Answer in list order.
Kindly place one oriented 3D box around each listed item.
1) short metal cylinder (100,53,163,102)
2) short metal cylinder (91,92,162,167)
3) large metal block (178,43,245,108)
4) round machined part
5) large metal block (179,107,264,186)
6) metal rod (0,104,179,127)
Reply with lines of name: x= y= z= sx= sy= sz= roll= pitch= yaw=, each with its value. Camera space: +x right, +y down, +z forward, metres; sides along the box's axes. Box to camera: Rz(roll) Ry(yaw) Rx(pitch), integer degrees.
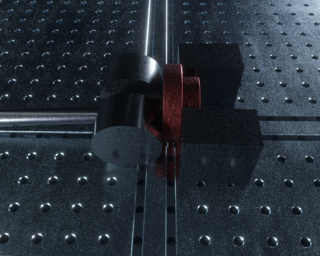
short metal cylinder: x=-0.036 y=-0.053 z=0.416 sx=0.080 sy=0.080 sz=0.050 roll=1 pitch=51 yaw=0
short metal cylinder: x=-0.037 y=0.004 z=0.367 sx=0.080 sy=0.080 sz=0.050 roll=1 pitch=51 yaw=1
large metal block: x=0.065 y=-0.069 z=0.431 sx=0.081 sy=0.080 sz=0.050 roll=0 pitch=50 yaw=0
round machined part: x=0.026 y=-0.030 z=0.385 sx=0.042 sy=0.097 sz=0.098 roll=1 pitch=50 yaw=1
large metal block: x=0.064 y=0.023 z=0.354 sx=0.080 sy=0.080 sz=0.050 roll=2 pitch=50 yaw=2
metal rod: x=-0.119 y=-0.016 z=0.405 sx=0.302 sy=0.025 sz=0.025 roll=-1 pitch=50 yaw=4
